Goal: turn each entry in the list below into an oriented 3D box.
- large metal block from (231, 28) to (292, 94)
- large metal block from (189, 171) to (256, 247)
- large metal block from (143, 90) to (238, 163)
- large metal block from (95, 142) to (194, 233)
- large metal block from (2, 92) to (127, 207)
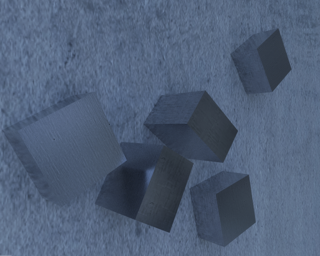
[{"bbox_3d":[0.179,-0.115,0.541,0.080,0.050,0.080,-43,116,-32],"label":"large metal block"},{"bbox_3d":[0.097,0.119,0.473,0.081,0.050,0.079,-18,102,-39],"label":"large metal block"},{"bbox_3d":[0.040,-0.001,0.405,0.080,0.080,0.050,45,63,-31],"label":"large metal block"},{"bbox_3d":[-0.019,0.064,0.355,0.050,0.080,0.080,34,69,-35],"label":"large metal block"},{"bbox_3d":[-0.093,0.018,0.312,0.081,0.050,0.080,-35,112,-35],"label":"large metal block"}]
